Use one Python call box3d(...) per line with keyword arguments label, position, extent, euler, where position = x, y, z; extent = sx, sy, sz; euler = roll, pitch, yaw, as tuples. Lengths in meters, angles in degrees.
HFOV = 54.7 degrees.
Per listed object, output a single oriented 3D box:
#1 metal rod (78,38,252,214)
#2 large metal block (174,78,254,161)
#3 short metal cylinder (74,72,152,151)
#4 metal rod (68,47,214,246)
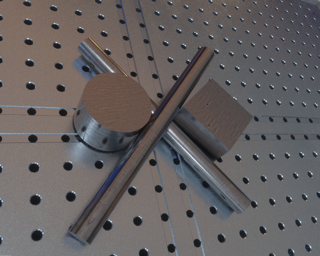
box3d(label="metal rod", position=(0.004, -0.005, 0.408), extent=(0.300, 0.025, 0.025), euler=(46, 51, 3))
box3d(label="large metal block", position=(0.069, -0.010, 0.430), extent=(0.080, 0.050, 0.080), euler=(44, 51, 2))
box3d(label="short metal cylinder", position=(-0.057, -0.019, 0.368), extent=(0.081, 0.050, 0.080), euler=(14, 56, -21))
box3d(label="metal rod", position=(-0.005, -0.001, 0.374), extent=(0.025, 0.025, 0.301), euler=(37, 59, -4))
